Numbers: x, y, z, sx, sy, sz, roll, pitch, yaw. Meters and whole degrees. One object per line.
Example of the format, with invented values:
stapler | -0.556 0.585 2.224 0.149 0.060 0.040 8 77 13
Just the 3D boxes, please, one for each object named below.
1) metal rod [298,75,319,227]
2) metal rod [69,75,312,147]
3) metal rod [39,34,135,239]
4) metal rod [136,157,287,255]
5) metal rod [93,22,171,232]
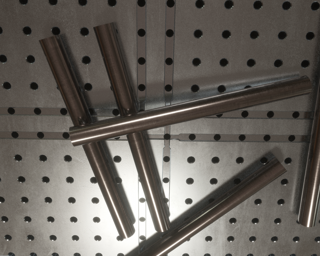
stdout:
metal rod | 0.218 0.003 0.417 0.025 0.025 0.298 -2 110 0
metal rod | 0.040 -0.022 0.387 0.302 0.025 0.025 -13 110 -3
metal rod | -0.091 0.026 0.421 0.025 0.025 0.298 -15 110 5
metal rod | 0.057 0.143 0.466 0.300 0.025 0.025 -39 106 12
metal rod | -0.031 0.013 0.417 0.025 0.025 0.298 -13 110 4
